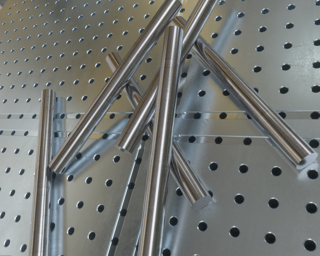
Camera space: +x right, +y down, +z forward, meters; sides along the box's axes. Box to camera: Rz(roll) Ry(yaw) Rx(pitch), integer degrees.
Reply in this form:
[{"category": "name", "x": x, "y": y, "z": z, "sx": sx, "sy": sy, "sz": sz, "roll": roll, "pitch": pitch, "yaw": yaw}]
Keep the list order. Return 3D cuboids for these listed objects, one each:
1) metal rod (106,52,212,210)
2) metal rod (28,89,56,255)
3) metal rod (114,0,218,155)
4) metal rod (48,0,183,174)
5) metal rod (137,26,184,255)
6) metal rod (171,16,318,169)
[{"category": "metal rod", "x": -0.017, "y": -0.018, "z": 0.429, "sx": 0.025, "sy": 0.025, "sz": 0.300, "roll": -36, "pitch": 51, "yaw": 5}, {"category": "metal rod", "x": -0.173, "y": 0.059, "z": 0.464, "sx": 0.025, "sy": 0.025, "sz": 0.300, "roll": -22, "pitch": 53, "yaw": 15}, {"category": "metal rod", "x": 0.024, "y": -0.099, "z": 0.424, "sx": 0.025, "sy": 0.025, "sz": 0.300, "roll": 17, "pitch": 70, "yaw": 35}, {"category": "metal rod", "x": -0.065, "y": -0.062, "z": 0.450, "sx": 0.025, "sy": 0.025, "sz": 0.299, "roll": 37, "pitch": 92, "yaw": 38}, {"category": "metal rod", "x": 0.002, "y": 0.017, "z": 0.362, "sx": 0.025, "sy": 0.025, "sz": 0.299, "roll": -2, "pitch": 72, "yaw": 27}, {"category": "metal rod", "x": 0.088, "y": -0.067, "z": 0.404, "sx": 0.025, "sy": 0.025, "sz": 0.300, "roll": -35, "pitch": 51, "yaw": 5}]
